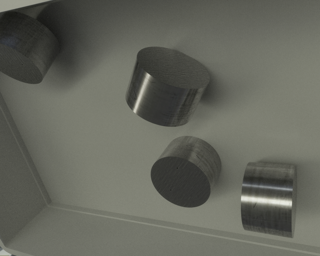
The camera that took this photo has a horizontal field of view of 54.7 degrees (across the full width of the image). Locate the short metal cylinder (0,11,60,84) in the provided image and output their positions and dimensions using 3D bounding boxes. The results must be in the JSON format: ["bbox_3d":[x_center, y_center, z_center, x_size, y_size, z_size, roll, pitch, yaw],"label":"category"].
[{"bbox_3d":[-0.179,-0.101,0.400,0.080,0.050,0.080,16,154,8],"label":"short metal cylinder"}]

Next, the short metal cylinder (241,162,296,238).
[{"bbox_3d":[0.127,0.081,0.355,0.050,0.080,0.079,2,119,27],"label":"short metal cylinder"}]

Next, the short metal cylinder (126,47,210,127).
[{"bbox_3d":[0.007,-0.046,0.340,0.080,0.080,0.050,29,128,9],"label":"short metal cylinder"}]

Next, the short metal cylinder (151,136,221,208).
[{"bbox_3d":[0.035,0.057,0.408,0.080,0.050,0.079,13,124,20],"label":"short metal cylinder"}]
